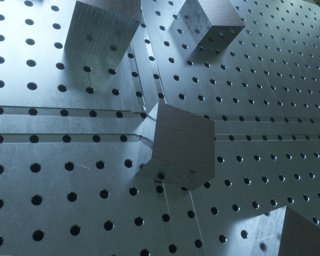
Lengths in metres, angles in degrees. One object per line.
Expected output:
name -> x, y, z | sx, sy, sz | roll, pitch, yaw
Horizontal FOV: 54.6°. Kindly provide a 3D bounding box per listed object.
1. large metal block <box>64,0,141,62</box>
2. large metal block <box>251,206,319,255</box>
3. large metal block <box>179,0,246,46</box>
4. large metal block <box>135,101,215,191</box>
large metal block -> -0.078, -0.144, 0.418 | 0.081, 0.080, 0.050 | 11, 57, -22
large metal block -> 0.164, 0.158, 0.383 | 0.080, 0.050, 0.080 | 35, 51, -6
large metal block -> 0.093, -0.198, 0.562 | 0.081, 0.050, 0.080 | -11, 68, -33
large metal block -> 0.021, 0.024, 0.388 | 0.080, 0.050, 0.080 | 19, 55, -17
